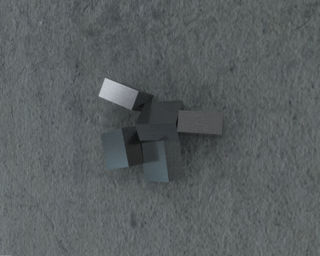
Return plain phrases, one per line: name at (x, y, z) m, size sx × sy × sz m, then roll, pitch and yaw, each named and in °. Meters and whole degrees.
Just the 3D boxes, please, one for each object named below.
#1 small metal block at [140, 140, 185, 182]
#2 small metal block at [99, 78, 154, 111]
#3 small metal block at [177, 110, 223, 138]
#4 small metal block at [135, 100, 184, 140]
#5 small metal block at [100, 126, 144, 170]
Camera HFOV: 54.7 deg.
small metal block at (0.002, 0.041, 0.395) m, size 0.050 × 0.025 × 0.050 m, roll -10°, pitch 87°, yaw 52°
small metal block at (-0.044, -0.043, 0.410) m, size 0.050 × 0.050 × 0.025 m, roll 23°, pitch 98°, yaw 18°
small metal block at (0.050, -0.004, 0.373) m, size 0.050 × 0.050 × 0.025 m, roll 4°, pitch 84°, yaw 12°
small metal block at (0.002, -0.010, 0.390) m, size 0.050 × 0.050 × 0.025 m, roll -1°, pitch 126°, yaw 16°
small metal block at (-0.051, 0.027, 0.415) m, size 0.050 × 0.025 × 0.050 m, roll -15°, pitch 85°, yaw 46°
